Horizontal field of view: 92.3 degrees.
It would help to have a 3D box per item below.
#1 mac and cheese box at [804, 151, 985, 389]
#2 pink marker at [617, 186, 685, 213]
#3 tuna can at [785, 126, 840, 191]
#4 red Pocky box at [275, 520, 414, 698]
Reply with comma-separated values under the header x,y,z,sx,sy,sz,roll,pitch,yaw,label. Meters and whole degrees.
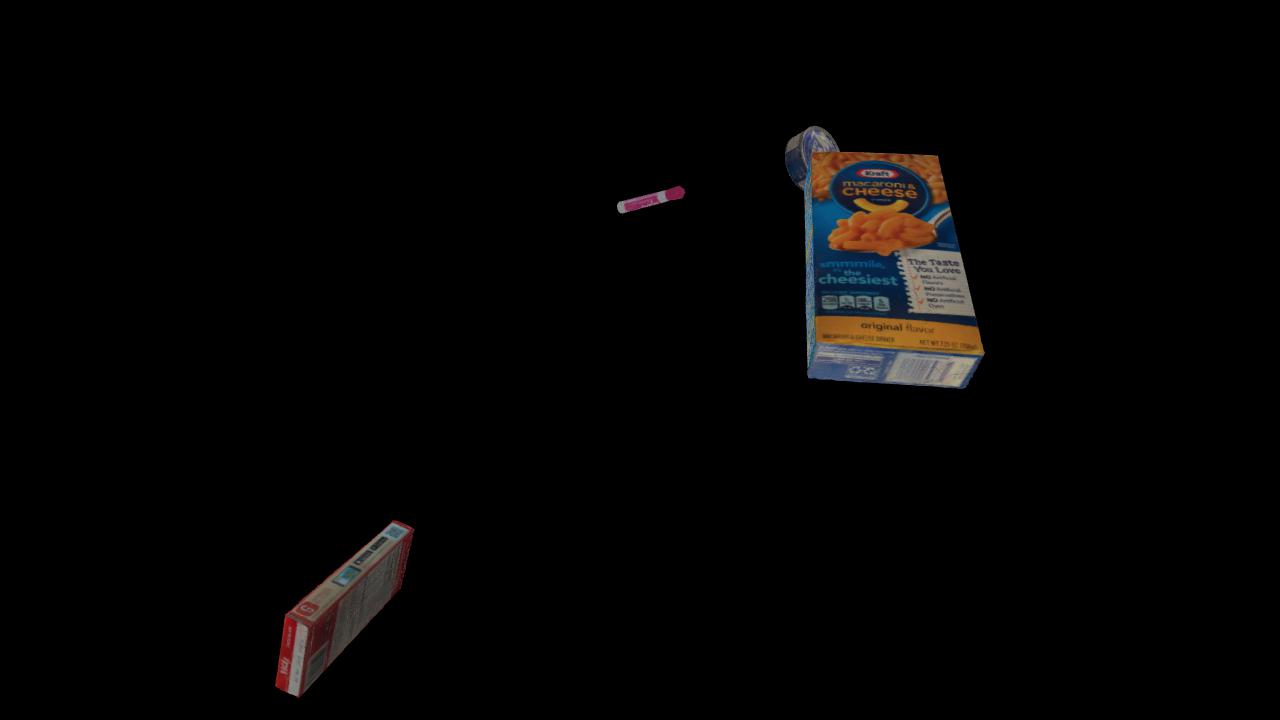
x,y,z,sx,sy,sz,roll,pitch,yaw,label
0.157,-0.068,0.405,0.093,0.184,0.041,3,-37,9,mac and cheese box
0.017,-0.245,0.942,0.121,0.020,0.020,-4,-2,38,pink marker
0.238,-0.274,0.845,0.084,0.084,0.034,0,-9,-34,tuna can
-0.271,0.225,0.577,0.028,0.083,0.155,19,18,6,red Pocky box
